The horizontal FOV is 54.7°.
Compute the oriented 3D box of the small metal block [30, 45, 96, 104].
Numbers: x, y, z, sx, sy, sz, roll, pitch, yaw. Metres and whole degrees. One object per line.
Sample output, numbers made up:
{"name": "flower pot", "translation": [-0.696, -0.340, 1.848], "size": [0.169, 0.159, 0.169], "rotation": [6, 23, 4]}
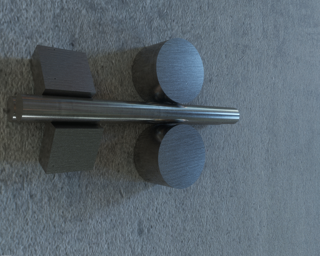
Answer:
{"name": "small metal block", "translation": [-0.098, -0.052, 0.312], "size": [0.050, 0.025, 0.050], "rotation": [0, 63, -40]}

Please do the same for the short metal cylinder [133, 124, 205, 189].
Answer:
{"name": "short metal cylinder", "translation": [0.013, 0.035, 0.400], "size": [0.081, 0.050, 0.079], "rotation": [0, 90, -40]}

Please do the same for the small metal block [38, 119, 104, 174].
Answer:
{"name": "small metal block", "translation": [-0.091, 0.017, 0.317], "size": [0.050, 0.025, 0.050], "rotation": [1, 116, -41]}

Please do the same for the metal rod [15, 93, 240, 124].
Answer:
{"name": "metal rod", "translation": [-0.007, -0.018, 0.368], "size": [0.302, 0.025, 0.025], "rotation": [0, 90, -40]}

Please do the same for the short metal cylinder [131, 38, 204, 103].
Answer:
{"name": "short metal cylinder", "translation": [0.011, -0.070, 0.398], "size": [0.081, 0.050, 0.079], "rotation": [0, 90, -40]}

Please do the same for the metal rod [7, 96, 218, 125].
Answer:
{"name": "metal rod", "translation": [-0.024, -0.017, 0.386], "size": [0.302, 0.025, 0.025], "rotation": [0, 90, -40]}
